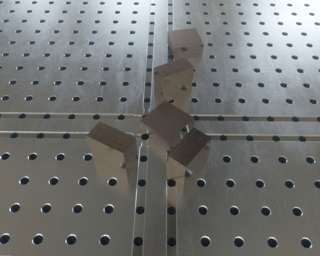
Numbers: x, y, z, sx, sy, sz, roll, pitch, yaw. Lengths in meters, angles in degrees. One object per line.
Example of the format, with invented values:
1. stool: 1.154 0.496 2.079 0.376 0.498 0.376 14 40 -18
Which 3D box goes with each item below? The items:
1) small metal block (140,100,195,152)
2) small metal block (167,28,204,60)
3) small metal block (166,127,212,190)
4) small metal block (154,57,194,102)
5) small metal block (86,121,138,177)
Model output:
1. small metal block: 0.010 -0.003 0.411 0.050 0.025 0.050 33 58 25
2. small metal block: 0.042 -0.143 0.528 0.050 0.025 0.050 -8 51 -7
3. small metal block: 0.033 0.036 0.362 0.025 0.050 0.050 32 57 24
4. small metal block: 0.019 -0.068 0.449 0.050 0.050 0.025 -23 54 -18
5. small metal block: -0.055 0.026 0.370 0.050 0.050 0.025 23 54 18
